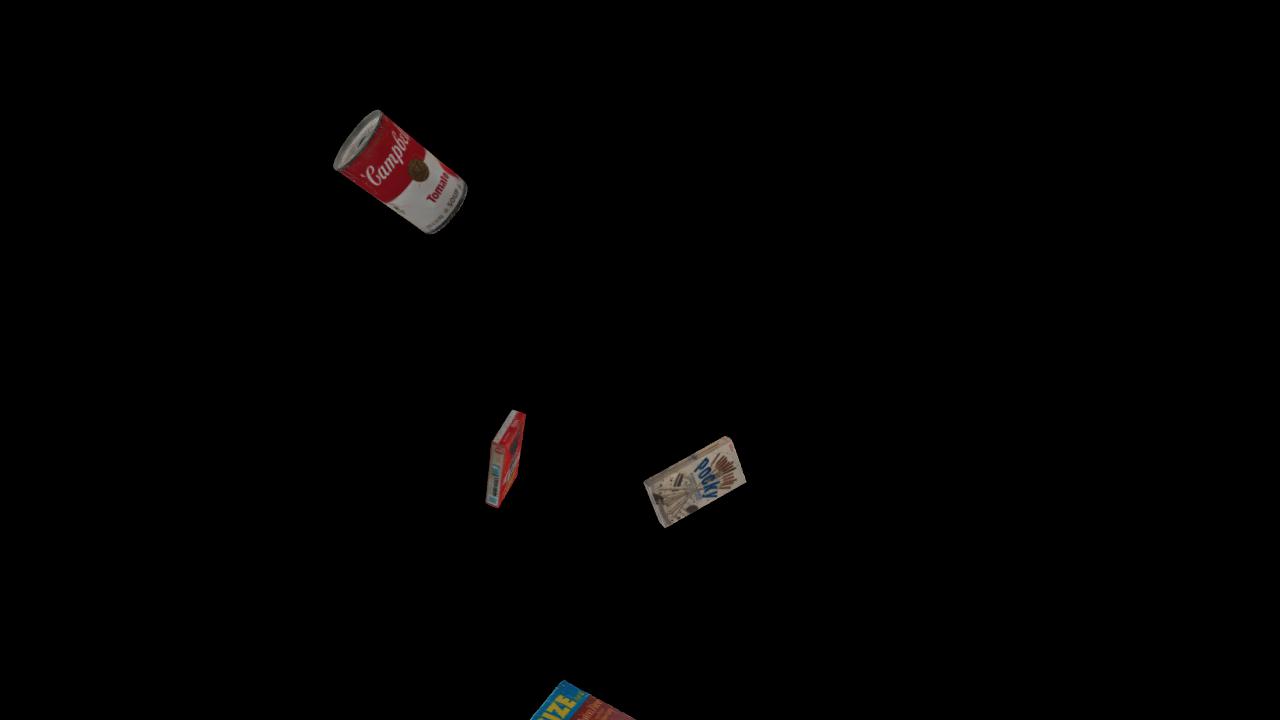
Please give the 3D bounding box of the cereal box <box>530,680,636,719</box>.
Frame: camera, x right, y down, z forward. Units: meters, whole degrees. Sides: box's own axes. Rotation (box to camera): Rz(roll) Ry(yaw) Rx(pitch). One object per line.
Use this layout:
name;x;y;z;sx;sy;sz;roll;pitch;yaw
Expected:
cereal box;0.025;0.345;0.371;0.306;0.081;0.203;19;11;20

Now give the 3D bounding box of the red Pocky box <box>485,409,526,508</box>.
red Pocky box;-0.219;0.162;1.005;0.028;0.155;0.083;18;38;3

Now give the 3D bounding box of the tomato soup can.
tomato soup can;-0.224;-0.174;0.583;0.068;0.068;0.101;0;-27;41

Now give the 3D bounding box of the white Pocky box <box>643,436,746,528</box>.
white Pocky box;0.087;0.190;0.963;0.154;0.084;0.028;-26;21;-14
